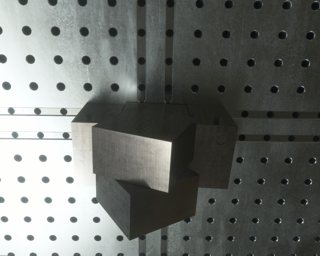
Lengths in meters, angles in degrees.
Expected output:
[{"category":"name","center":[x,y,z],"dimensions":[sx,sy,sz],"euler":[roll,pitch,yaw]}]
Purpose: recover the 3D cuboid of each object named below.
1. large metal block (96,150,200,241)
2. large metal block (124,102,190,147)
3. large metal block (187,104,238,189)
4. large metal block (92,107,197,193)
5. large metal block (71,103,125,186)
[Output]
[{"category":"large metal block","center":[-0.016,0.065,0.337],"dimensions":[0.081,0.080,0.050],"euler":[-10,114,-32]},{"category":"large metal block","center":[-0.007,0.013,0.403],"dimensions":[0.081,0.050,0.079],"euler":[2,110,-2]},{"category":"large metal block","center":[0.058,0.020,0.392],"dimensions":[0.050,0.080,0.079],"euler":[4,110,-2]},{"category":"large metal block","center":[-0.013,0.017,0.322],"dimensions":[0.080,0.080,0.050],"euler":[11,111,20]},{"category":"large metal block","center":[-0.074,0.018,0.390],"dimensions":[0.050,0.080,0.079],"euler":[2,110,-1]}]
